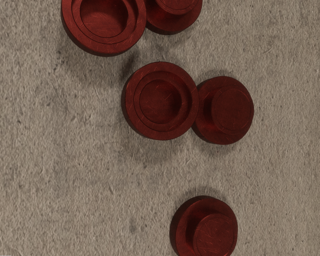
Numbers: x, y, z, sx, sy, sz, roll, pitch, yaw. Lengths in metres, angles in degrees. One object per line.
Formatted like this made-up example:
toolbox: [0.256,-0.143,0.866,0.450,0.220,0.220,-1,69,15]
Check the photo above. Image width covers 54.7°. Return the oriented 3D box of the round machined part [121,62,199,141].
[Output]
round machined part: [-0.002,-0.033,0.400,0.099,0.042,0.097,0,90,-20]

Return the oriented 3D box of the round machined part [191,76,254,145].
round machined part: [0.092,-0.025,0.435,0.099,0.042,0.097,0,90,-21]

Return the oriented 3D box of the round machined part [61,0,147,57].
round machined part: [-0.069,-0.135,0.375,0.099,0.042,0.097,0,90,-20]

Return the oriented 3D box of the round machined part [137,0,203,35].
round machined part: [0.013,-0.176,0.405,0.099,0.042,0.097,0,90,-21]

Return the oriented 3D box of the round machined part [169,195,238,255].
round machined part: [0.066,0.146,0.426,0.099,0.042,0.097,0,90,-21]
